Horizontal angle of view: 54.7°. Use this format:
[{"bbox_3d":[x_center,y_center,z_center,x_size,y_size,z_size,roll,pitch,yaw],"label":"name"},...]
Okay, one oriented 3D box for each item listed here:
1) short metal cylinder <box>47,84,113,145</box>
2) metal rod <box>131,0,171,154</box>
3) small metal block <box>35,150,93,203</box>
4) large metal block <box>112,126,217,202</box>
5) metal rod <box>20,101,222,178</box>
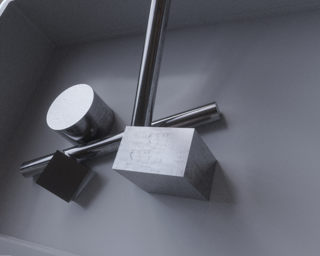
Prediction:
[{"bbox_3d":[-0.117,-0.018,0.456,0.080,0.050,0.080,-15,51,20],"label":"short metal cylinder"},{"bbox_3d":[-0.010,-0.086,0.383,0.025,0.025,0.298,10,91,32],"label":"metal rod"},{"bbox_3d":[-0.126,0.064,0.413,0.050,0.025,0.050,31,82,2],"label":"small metal block"},{"bbox_3d":[0.009,0.040,0.340,0.080,0.080,0.050,2,63,28],"label":"large metal block"},{"bbox_3d":[-0.065,0.021,0.425,0.301,0.025,0.025,-17,55,17],"label":"metal rod"}]
